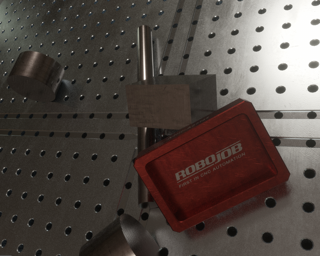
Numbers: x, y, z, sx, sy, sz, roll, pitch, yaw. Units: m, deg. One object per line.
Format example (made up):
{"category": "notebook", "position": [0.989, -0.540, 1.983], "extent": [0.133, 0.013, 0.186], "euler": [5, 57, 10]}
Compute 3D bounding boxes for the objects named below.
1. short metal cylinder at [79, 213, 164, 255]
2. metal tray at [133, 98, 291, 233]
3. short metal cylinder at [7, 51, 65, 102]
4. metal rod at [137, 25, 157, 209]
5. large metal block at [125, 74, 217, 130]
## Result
{"category": "short metal cylinder", "position": [-0.033, 0.133, 0.307], "extent": [0.050, 0.080, 0.080], "euler": [-39, 51, 2]}
{"category": "metal tray", "position": [0.051, 0.039, 0.318], "extent": [0.130, 0.030, 0.090], "euler": [-29, 97, 9]}
{"category": "short metal cylinder", "position": [-0.213, -0.087, 0.535], "extent": [0.080, 0.080, 0.050], "euler": [-2, 61, 26]}
{"category": "metal rod", "position": [-0.019, -0.036, 0.439], "extent": [0.025, 0.025, 0.299], "euler": [-16, 55, 19]}
{"category": "large metal block", "position": [0.017, -0.034, 0.376], "extent": [0.080, 0.080, 0.050], "euler": [4, 108, 29]}
